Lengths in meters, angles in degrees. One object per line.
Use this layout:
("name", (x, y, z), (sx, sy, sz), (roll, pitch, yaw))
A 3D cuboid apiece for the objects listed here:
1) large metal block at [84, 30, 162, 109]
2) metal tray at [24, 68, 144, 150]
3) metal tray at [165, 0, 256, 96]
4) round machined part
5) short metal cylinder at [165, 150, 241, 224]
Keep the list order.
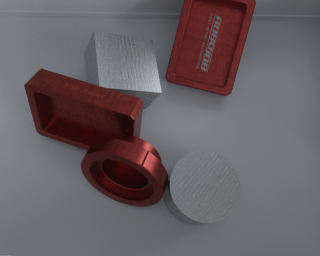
("large metal block", (-0.051, -0.073, 0.407), (0.081, 0.050, 0.080), (2, 68, -28))
("metal tray", (-0.090, -0.012, 0.376), (0.131, 0.089, 0.030), (17, 49, 6))
("metal tray", (0.067, -0.116, 0.421), (0.090, 0.030, 0.129), (14, 97, 4))
("round machined part", (-0.037, 0.045, 0.358), (0.098, 0.097, 0.042), (19, 49, 6))
("short metal cylinder", (0.047, 0.071, 0.366), (0.081, 0.050, 0.080), (3, 71, -7))
